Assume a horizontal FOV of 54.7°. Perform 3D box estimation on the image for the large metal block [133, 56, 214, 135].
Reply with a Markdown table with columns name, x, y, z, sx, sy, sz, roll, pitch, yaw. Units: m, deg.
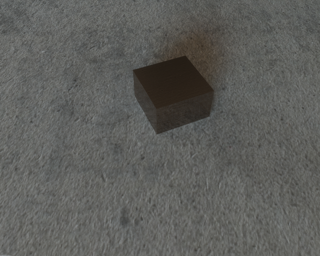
| name | x | y | z | sx | sy | sz | roll | pitch | yaw |
| --- | --- | --- | --- | --- | --- | --- | --- | --- | --- |
| large metal block | 0.016 | -0.047 | 0.427 | 0.081 | 0.050 | 0.080 | -19 | 53 | -16 |
